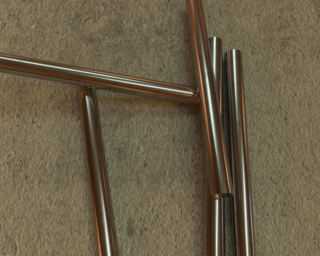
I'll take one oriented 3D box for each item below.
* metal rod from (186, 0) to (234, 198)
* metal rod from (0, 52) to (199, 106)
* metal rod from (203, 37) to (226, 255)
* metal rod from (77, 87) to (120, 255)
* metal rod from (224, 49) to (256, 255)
[{"bbox_3d":[0.060,-0.060,0.407,0.025,0.025,0.299,-3,65,-1],"label":"metal rod"},{"bbox_3d":[-0.094,-0.066,0.404,0.302,0.025,0.025,9,70,-8],"label":"metal rod"},{"bbox_3d":[0.070,0.014,0.403,0.025,0.025,0.299,3,70,1],"label":"metal rod"},{"bbox_3d":[-0.077,0.061,0.385,0.025,0.025,0.299,-11,70,-4],"label":"metal rod"},{"bbox_3d":[0.101,0.034,0.396,0.025,0.025,0.299,2,70,0],"label":"metal rod"}]
